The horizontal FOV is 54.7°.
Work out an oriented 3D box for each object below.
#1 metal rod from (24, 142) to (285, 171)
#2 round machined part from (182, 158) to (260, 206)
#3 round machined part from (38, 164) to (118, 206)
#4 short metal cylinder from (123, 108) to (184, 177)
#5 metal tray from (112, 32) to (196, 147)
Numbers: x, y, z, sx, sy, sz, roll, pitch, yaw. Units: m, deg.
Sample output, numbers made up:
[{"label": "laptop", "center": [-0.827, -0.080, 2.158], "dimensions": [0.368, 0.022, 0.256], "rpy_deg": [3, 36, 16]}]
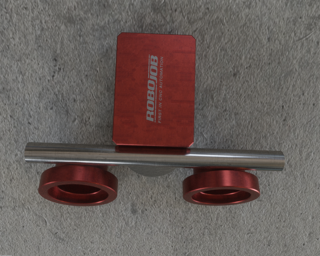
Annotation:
[{"label": "metal rod", "center": [-0.005, 0.035, 0.371], "dimensions": [0.302, 0.025, 0.025], "rpy_deg": [2, 110, -2]}, {"label": "round machined part", "center": [0.079, 0.071, 0.411], "dimensions": [0.099, 0.042, 0.098], "rpy_deg": [0, 153, 0]}, {"label": "round machined part", "center": [-0.105, 0.068, 0.408], "dimensions": [0.099, 0.042, 0.098], "rpy_deg": [-1, 149, 0]}, {"label": "short metal cylinder", "center": [-0.009, 0.016, 0.404], "dimensions": [0.081, 0.050, 0.079], "rpy_deg": [0, 110, -1]}, {"label": "metal tray", "center": [-0.006, -0.043, 0.364], "dimensions": [0.091, 0.030, 0.129], "rpy_deg": [2, 84, -2]}]
